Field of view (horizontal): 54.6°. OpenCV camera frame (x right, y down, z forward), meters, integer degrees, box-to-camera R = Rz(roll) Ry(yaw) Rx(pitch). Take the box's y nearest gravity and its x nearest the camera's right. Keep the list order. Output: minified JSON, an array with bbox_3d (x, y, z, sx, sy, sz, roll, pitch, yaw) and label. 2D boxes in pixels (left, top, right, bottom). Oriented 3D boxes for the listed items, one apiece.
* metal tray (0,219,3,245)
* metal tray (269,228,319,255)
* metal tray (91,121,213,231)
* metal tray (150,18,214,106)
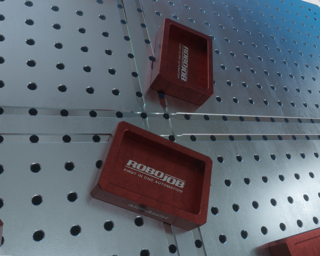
[{"bbox_3d":[-0.176,0.105,0.207,0.030,0.090,0.131,49,51,6],"label":"metal tray"},{"bbox_3d":[0.216,0.181,0.409,0.131,0.030,0.090,-2,63,-29],"label":"metal tray"},{"bbox_3d":[-0.004,0.056,0.367,0.131,0.030,0.090,23,53,-14],"label":"metal tray"},{"bbox_3d":[0.038,-0.106,0.488,0.091,0.030,0.130,17,55,-18],"label":"metal tray"}]
